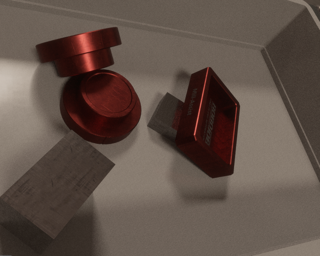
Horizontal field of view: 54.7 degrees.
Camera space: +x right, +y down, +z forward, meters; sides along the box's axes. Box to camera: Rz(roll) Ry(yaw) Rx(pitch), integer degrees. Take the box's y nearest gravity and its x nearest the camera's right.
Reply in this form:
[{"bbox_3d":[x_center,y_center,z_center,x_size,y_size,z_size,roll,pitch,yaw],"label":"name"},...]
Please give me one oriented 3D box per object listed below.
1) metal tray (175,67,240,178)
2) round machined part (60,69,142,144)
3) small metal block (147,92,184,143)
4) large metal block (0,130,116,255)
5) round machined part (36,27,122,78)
[{"bbox_3d":[0.070,-0.009,0.425,0.090,0.030,0.130,43,46,-31],"label":"metal tray"},{"bbox_3d":[-0.068,-0.032,0.379,0.099,0.042,0.098,14,56,-21],"label":"round machined part"},{"bbox_3d":[0.017,-0.013,0.425,0.050,0.025,0.050,32,51,-8],"label":"small metal block"},{"bbox_3d":[-0.095,0.060,0.283,0.050,0.080,0.080,39,51,-2],"label":"large metal block"},{"bbox_3d":[-0.094,-0.090,0.376,0.099,0.098,0.042,-27,112,-37],"label":"round machined part"}]
